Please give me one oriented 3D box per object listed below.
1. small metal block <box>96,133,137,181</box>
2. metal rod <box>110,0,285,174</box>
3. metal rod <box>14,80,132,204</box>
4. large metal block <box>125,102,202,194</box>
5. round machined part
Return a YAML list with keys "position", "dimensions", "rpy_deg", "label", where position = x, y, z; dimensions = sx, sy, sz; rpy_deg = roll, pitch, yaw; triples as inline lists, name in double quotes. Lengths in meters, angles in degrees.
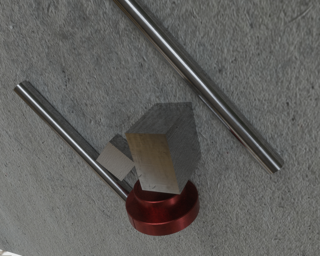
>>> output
- position: [-0.060, 0.044, 0.464]
  dimensions: [0.050, 0.025, 0.050]
  rpy_deg: [40, 129, 0]
  label: "small metal block"
- position: [0.033, -0.064, 0.348]
  dimensions: [0.300, 0.025, 0.025]
  rpy_deg: [47, 129, -6]
  label: "metal rod"
- position: [-0.113, 0.044, 0.491]
  dimensions: [0.300, 0.025, 0.025]
  rpy_deg: [47, 129, -5]
  label: "metal rod"
- position: [0.009, 0.022, 0.379]
  dimensions: [0.050, 0.080, 0.080]
  rpy_deg: [0, 119, 28]
  label: "large metal block"
- position: [0.002, 0.092, 0.414]
  dimensions: [0.098, 0.098, 0.042]
  rpy_deg: [4, 120, 26]
  label: "round machined part"
